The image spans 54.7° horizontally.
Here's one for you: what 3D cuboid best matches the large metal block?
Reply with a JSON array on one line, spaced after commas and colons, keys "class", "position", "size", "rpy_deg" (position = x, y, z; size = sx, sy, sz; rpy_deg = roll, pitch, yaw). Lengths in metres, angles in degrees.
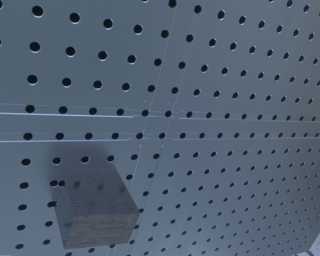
[{"class": "large metal block", "position": [-0.083, 0.102, 0.394], "size": [0.081, 0.080, 0.050], "rpy_deg": [8, 115, -32]}]
